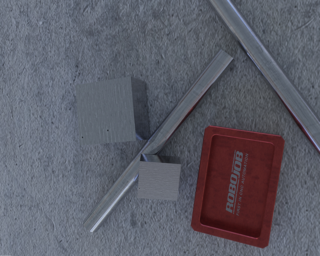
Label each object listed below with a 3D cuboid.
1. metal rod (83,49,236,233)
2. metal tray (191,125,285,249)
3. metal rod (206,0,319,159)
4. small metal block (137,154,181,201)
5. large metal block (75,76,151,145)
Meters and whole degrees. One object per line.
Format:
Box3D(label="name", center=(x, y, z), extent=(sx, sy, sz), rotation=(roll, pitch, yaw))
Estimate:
Box3D(label="metal rod", center=(-0.008, 0.025, 0.410), extent=(0.025, 0.025, 0.299), rotation=(42, 103, 15))
Box3D(label="metal tray", center=(0.093, 0.067, 0.373), extent=(0.090, 0.030, 0.129), rotation=(9, 93, 19))
Box3D(label="metal rod", center=(0.136, -0.056, 0.360), extent=(0.025, 0.025, 0.299), rotation=(-35, 79, 16))
Box3D(label="small metal block", center=(-0.001, 0.063, 0.395), extent=(0.050, 0.025, 0.050), rotation=(5, 106, -2))
Box3D(label="large metal block", center=(-0.062, -0.021, 0.416), extent=(0.080, 0.050, 0.080), rotation=(-6, 88, 19))
